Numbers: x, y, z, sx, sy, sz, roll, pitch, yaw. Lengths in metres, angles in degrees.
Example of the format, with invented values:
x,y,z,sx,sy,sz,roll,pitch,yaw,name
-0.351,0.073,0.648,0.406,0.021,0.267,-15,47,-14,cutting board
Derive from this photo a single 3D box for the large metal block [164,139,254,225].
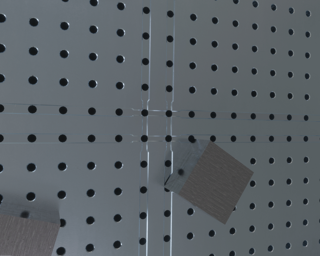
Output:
x,y,z,sx,sy,sz,roll,pitch,yaw,name
0.066,0.071,0.424,0.080,0.050,0.080,36,79,-17,large metal block

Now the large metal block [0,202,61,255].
x,y,z,sx,sy,sz,roll,pitch,yaw,name
-0.162,0.131,0.340,0.080,0.050,0.080,17,84,-19,large metal block
